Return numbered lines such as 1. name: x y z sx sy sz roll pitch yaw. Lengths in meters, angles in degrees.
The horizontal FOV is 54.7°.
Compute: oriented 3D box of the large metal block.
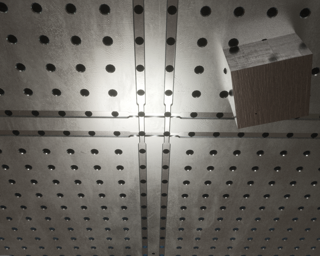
1. large metal block: 0.121 -0.052 0.353 0.080 0.050 0.080 -11 130 9
